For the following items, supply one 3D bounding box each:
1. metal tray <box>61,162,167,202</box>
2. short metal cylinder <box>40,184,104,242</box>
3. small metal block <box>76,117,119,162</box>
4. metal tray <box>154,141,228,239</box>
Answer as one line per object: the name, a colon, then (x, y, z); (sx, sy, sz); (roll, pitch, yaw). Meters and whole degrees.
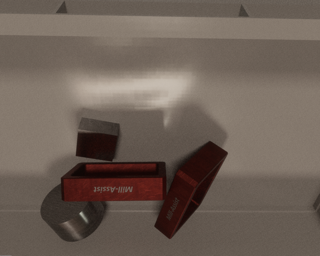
metal tray: (-0.057, 0.071, 0.425); (0.131, 0.090, 0.030); (-1, 96, 0)
short metal cylinder: (-0.134, 0.126, 0.479); (0.080, 0.080, 0.050); (-12, 129, 10)
small metal block: (-0.085, 0.016, 0.422); (0.050, 0.025, 0.050); (10, 130, -9)
metal tray: (0.043, 0.090, 0.444); (0.030, 0.091, 0.129); (35, 132, 20)
